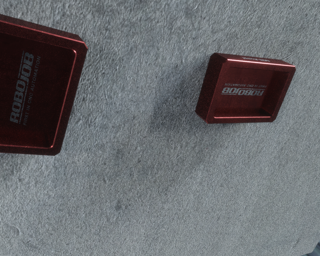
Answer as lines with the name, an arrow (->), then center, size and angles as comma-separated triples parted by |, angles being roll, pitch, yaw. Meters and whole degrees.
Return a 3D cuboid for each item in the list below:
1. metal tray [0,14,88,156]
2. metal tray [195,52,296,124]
metal tray -> -0.134, -0.037, 0.307 | 0.091, 0.030, 0.129 | 8, 115, -32
metal tray -> 0.121, -0.053, 0.436 | 0.131, 0.030, 0.089 | -2, 119, -28
